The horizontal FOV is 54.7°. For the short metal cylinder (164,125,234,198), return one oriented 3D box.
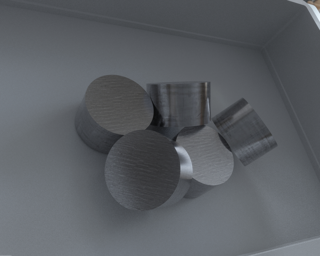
[{"bbox_3d":[0.044,0.042,0.388,0.081,0.050,0.080,14,56,-21],"label":"short metal cylinder"}]

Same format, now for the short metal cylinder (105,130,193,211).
[{"bbox_3d":[-0.010,0.045,0.328,0.080,0.080,0.050,66,12,18],"label":"short metal cylinder"}]

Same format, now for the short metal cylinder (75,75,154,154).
[{"bbox_3d":[-0.055,-0.016,0.368,0.081,0.050,0.080,14,56,-21],"label":"short metal cylinder"}]

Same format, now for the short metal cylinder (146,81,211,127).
[{"bbox_3d":[0.024,-0.033,0.393,0.081,0.080,0.050,-8,102,-32],"label":"short metal cylinder"}]

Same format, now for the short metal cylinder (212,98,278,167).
[{"bbox_3d":[0.114,0.006,0.421,0.080,0.050,0.080,53,10,-13],"label":"short metal cylinder"}]
